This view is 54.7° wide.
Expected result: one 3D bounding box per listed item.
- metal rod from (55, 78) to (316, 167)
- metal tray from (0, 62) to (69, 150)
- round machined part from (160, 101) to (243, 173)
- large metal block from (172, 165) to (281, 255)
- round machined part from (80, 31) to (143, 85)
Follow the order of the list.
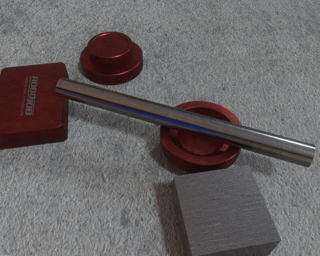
[{"bbox_3d":[0.017,-0.011,0.358,0.301,0.025,0.025,16,52,13],"label":"metal rod"},{"bbox_3d":[-0.176,-0.035,0.427,0.091,0.030,0.130,-7,50,-7],"label":"metal tray"},{"bbox_3d":[0.049,0.016,0.380,0.099,0.042,0.098,0,50,0],"label":"round machined part"},{"bbox_3d":[0.060,0.090,0.312,0.081,0.050,0.080,-7,51,-7],"label":"large metal block"},{"bbox_3d":[-0.077,-0.116,0.488,0.099,0.042,0.098,0,50,0],"label":"round machined part"}]
